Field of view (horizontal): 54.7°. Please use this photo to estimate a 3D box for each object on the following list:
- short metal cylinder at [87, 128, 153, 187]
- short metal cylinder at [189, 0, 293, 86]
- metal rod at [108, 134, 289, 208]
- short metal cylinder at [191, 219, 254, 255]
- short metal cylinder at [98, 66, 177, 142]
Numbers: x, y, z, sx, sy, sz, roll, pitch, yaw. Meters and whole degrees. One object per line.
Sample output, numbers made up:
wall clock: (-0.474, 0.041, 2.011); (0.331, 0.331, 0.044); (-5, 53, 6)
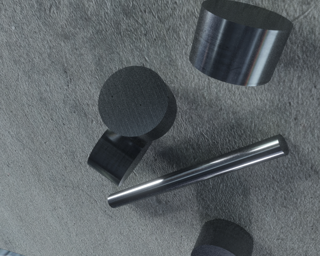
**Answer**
short metal cylinder: (-0.052, 0.032, 0.418); (0.050, 0.080, 0.079); (35, 129, 5)
short metal cylinder: (0.072, -0.080, 0.284); (0.080, 0.080, 0.050); (23, 127, 14)
metal rod: (0.030, 0.071, 0.434); (0.299, 0.025, 0.025); (-26, 104, 37)
short metal cylinder: (0.092, 0.182, 0.455); (0.080, 0.050, 0.079); (13, 124, 21)
short metal cylinder: (-0.024, -0.026, 0.362); (0.080, 0.050, 0.080); (-2, 80, 13)
